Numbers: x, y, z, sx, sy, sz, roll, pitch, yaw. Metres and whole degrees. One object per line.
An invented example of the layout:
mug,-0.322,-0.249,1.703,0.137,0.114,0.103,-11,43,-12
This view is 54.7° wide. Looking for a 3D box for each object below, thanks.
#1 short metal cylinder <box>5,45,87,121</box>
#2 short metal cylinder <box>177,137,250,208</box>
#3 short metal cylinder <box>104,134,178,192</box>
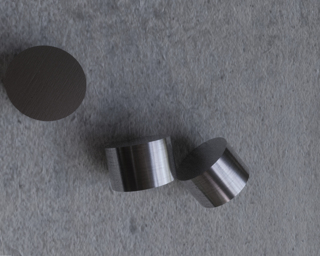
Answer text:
short metal cylinder,-0.127,-0.047,0.349,0.081,0.050,0.079,0,90,-21
short metal cylinder,0.068,0.057,0.407,0.080,0.080,0.050,-44,104,-15
short metal cylinder,-0.023,0.040,0.372,0.081,0.080,0.050,-12,94,-20
